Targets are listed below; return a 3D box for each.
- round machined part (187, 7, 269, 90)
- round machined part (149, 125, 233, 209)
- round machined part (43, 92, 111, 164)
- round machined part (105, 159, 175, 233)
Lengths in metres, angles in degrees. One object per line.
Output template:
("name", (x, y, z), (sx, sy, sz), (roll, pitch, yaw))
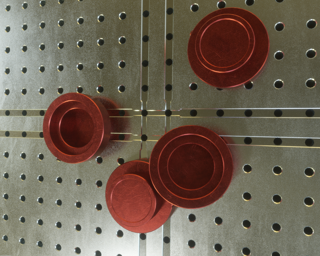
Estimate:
("round machined part", (0.080, -0.098, 0.375), (0.098, 0.042, 0.097), (0, 90, 19))
("round machined part", (0.038, 0.047, 0.382), (0.099, 0.042, 0.097), (-1, 82, 7))
("round machined part", (-0.113, 0.000, 0.442), (0.098, 0.042, 0.097), (0, 90, 19))
("round machined part", (-0.030, 0.092, 0.413), (0.098, 0.042, 0.097), (0, 90, 19))
